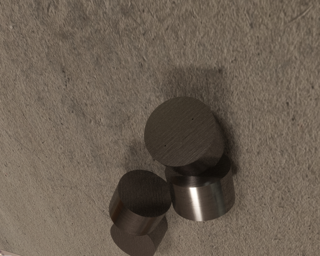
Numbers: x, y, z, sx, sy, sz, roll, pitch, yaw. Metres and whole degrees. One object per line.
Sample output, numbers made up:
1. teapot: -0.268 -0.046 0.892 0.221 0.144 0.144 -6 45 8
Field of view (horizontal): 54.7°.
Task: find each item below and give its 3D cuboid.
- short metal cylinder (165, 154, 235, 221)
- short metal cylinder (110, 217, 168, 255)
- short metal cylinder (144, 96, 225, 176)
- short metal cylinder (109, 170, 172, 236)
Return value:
1. short metal cylinder: 0.050 0.069 0.386 0.080 0.080 0.050 1 119 27
2. short metal cylinder: -0.034 0.168 0.510 0.080 0.050 0.079 13 124 20
3. short metal cylinder: 0.029 0.011 0.353 0.080 0.080 0.050 6 162 25
4. short metal cylinder: -0.029 0.108 0.452 0.080 0.080 0.050 32 128 7
